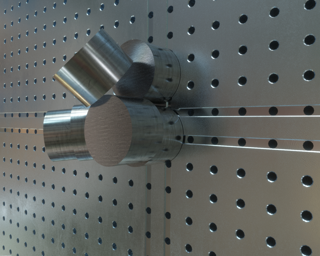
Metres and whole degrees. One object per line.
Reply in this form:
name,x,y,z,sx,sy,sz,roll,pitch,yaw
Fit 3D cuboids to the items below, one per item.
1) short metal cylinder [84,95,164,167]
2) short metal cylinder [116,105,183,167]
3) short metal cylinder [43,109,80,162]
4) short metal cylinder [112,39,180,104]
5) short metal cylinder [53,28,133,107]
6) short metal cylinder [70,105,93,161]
short metal cylinder,-0.043,0.003,0.361,0.080,0.050,0.080,0,90,40
short metal cylinder,-0.017,0.009,0.406,0.080,0.050,0.080,0,90,40
short metal cylinder,-0.143,0.010,0.483,0.050,0.080,0.080,-6,85,-2
short metal cylinder,-0.020,-0.072,0.409,0.080,0.050,0.079,0,90,40
short metal cylinder,-0.078,-0.070,0.364,0.080,0.080,0.050,-30,115,36
short metal cylinder,-0.091,0.005,0.439,0.050,0.080,0.080,-5,86,-2
